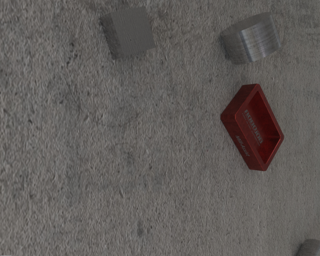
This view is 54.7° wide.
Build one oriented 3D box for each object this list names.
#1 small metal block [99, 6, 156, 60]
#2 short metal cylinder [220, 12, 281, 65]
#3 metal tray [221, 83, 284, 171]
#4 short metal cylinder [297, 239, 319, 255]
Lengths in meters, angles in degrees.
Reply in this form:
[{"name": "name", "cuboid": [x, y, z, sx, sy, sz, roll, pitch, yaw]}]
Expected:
[{"name": "small metal block", "cuboid": [-0.038, -0.114, 0.372, 0.050, 0.025, 0.050, -27, 107, -37]}, {"name": "short metal cylinder", "cuboid": [0.143, -0.141, 0.488, 0.080, 0.080, 0.050, -41, 115, -32]}, {"name": "metal tray", "cuboid": [0.164, 0.000, 0.538, 0.090, 0.030, 0.130, -50, 119, -28]}, {"name": "short metal cylinder", "cuboid": [0.331, 0.280, 0.646, 0.050, 0.080, 0.080, -44, 117, -31]}]
